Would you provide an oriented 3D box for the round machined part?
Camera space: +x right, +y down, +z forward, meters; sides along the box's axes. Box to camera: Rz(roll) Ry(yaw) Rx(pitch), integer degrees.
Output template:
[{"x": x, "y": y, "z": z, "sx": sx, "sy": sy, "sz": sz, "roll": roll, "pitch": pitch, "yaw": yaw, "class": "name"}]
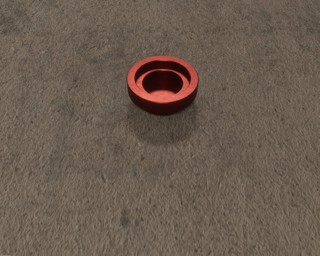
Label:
[{"x": 0.004, "y": -0.056, "z": 0.439, "sx": 0.099, "sy": 0.042, "sz": 0.098, "roll": 0, "pitch": 50, "yaw": 0, "class": "round machined part"}]
